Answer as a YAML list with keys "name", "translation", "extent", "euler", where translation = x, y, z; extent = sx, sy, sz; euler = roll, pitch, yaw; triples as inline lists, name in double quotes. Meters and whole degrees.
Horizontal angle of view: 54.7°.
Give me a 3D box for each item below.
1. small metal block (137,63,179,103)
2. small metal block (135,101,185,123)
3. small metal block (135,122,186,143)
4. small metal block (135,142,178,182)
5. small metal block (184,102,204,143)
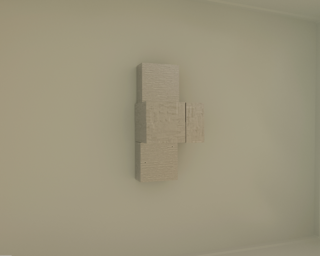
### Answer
- name: "small metal block"
  translation: [-0.003, -0.057, 0.407]
  extent: [0.050, 0.025, 0.050]
  euler: [0, 90, -20]
- name: "small metal block"
  translation: [-0.001, -0.019, 0.395]
  extent: [0.050, 0.050, 0.025]
  euler: [0, 90, -20]
- name: "small metal block"
  translation: [-0.001, 0.005, 0.395]
  extent: [0.050, 0.050, 0.025]
  euler: [0, 90, -20]
- name: "small metal block"
  translation: [-0.005, 0.043, 0.407]
  extent: [0.050, 0.025, 0.050]
  euler: [0, 90, -20]
- name: "small metal block"
  translation: [0.035, -0.007, 0.408]
  extent: [0.025, 0.050, 0.050]
  euler: [0, 90, -20]
